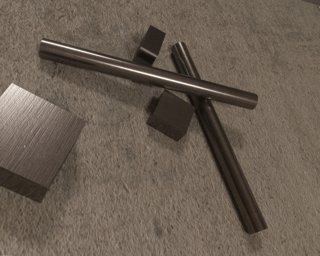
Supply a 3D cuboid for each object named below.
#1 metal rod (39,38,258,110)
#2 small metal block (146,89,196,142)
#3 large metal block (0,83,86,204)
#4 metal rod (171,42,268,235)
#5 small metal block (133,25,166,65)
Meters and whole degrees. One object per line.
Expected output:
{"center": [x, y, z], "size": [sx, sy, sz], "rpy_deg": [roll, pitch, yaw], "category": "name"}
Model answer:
{"center": [-0.005, -0.070, 0.423], "size": [0.302, 0.025, 0.025], "rpy_deg": [12, 56, -14], "category": "metal rod"}
{"center": [0.015, -0.017, 0.424], "size": [0.050, 0.025, 0.050], "rpy_deg": [30, 52, -9], "category": "small metal block"}
{"center": [-0.133, 0.016, 0.307], "size": [0.080, 0.050, 0.080], "rpy_deg": [28, 52, -11], "category": "large metal block"}
{"center": [0.077, 0.000, 0.447], "size": [0.025, 0.025, 0.299], "rpy_deg": [-6, 65, -31], "category": "metal rod"}
{"center": [-0.019, -0.110, 0.447], "size": [0.025, 0.050, 0.050], "rpy_deg": [26, 53, -13], "category": "small metal block"}
